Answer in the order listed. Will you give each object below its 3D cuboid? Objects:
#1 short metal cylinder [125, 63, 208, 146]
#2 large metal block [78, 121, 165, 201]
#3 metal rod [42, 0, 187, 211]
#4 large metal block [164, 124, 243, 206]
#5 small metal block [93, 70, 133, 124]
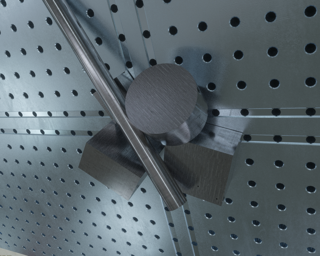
[{"bbox_3d":[0.009,-0.025,0.346,0.080,0.080,0.050,8,166,23],"label":"short metal cylinder"},{"bbox_3d":[-0.049,0.037,0.422,0.080,0.080,0.050,32,128,7],"label":"large metal block"},{"bbox_3d":[-0.055,-0.033,0.379,0.025,0.025,0.299,-31,90,37],"label":"metal rod"},{"bbox_3d":[0.051,0.041,0.391,0.080,0.050,0.079,16,125,18],"label":"large metal block"},{"bbox_3d":[-0.052,-0.040,0.413,0.050,0.025,0.050,-27,104,37],"label":"small metal block"}]
